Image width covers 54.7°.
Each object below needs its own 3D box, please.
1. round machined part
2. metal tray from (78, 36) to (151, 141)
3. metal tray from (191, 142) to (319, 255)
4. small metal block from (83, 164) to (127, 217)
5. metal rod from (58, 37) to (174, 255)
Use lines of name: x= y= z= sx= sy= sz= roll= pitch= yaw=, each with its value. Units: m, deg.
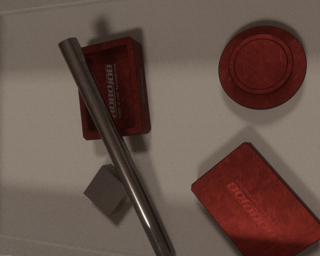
round machined part: x=0.117 y=-0.071 z=0.360 sx=0.098 sy=0.042 sz=0.097 roll=0 pitch=90 yaw=19
metal tray: x=-0.066 y=-0.052 z=0.429 sx=0.090 sy=0.030 sz=0.129 roll=-7 pitch=88 yaw=19
metal tray: x=0.112 y=0.092 z=0.368 sx=0.090 sy=0.030 sz=0.130 roll=-42 pitch=77 yaw=14
small metal block: x=-0.070 y=0.086 z=0.434 sx=0.050 sy=0.025 sz=0.050 roll=38 pitch=102 yaw=15
metal rod: x=-0.055 y=0.027 z=0.399 sx=0.025 sy=0.025 sz=0.299 roll=-23 pitch=94 yaw=18
